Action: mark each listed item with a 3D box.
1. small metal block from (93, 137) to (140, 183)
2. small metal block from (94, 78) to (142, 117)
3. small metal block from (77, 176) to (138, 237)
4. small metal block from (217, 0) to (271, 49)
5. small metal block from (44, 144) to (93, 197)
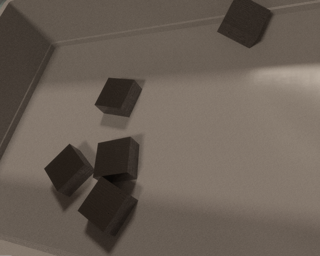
[{"bbox_3d":[-0.057,0.043,0.408,0.050,0.025,0.050,-11,57,21],"label":"small metal block"},{"bbox_3d":[-0.062,-0.047,0.465,0.050,0.025,0.050,10,66,32],"label":"small metal block"},{"bbox_3d":[-0.064,0.095,0.379,0.050,0.025,0.050,24,75,36],"label":"small metal block"},{"bbox_3d":[0.113,-0.145,0.419,0.050,0.025,0.050,27,74,0],"label":"small metal block"},{"bbox_3d":[-0.127,0.059,0.434,0.050,0.025,0.050,-45,51,-4],"label":"small metal block"}]
